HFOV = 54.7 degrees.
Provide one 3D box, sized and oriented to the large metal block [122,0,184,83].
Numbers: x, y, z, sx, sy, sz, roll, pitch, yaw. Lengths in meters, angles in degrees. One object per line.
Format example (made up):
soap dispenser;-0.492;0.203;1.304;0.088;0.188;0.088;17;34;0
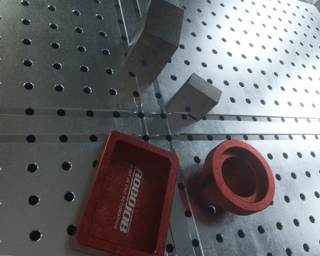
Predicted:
large metal block;-0.010;-0.127;0.447;0.050;0.080;0.080;21;54;-16

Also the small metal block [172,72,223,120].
small metal block;0.053;-0.045;0.450;0.050;0.050;0.025;32;52;-8

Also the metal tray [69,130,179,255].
metal tray;-0.033;0.076;0.341;0.091;0.030;0.130;23;53;-15

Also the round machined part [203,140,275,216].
round machined part;0.099;0.068;0.412;0.099;0.042;0.098;14;56;-21
